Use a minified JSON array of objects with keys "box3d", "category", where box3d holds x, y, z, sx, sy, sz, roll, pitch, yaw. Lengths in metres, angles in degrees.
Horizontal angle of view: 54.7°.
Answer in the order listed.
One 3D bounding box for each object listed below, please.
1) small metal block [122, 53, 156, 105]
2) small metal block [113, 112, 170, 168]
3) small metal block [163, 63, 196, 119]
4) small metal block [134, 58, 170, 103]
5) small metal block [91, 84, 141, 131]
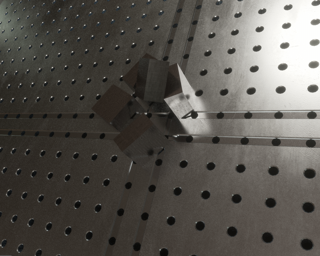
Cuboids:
[{"box3d":[-0.018,-0.069,0.442,0.050,0.050,0.025,-47,51,-5],"category":"small metal block"},{"box3d":[-0.022,0.016,0.393,0.050,0.050,0.025,-42,51,-1],"category":"small metal block"},{"box3d":[0.024,-0.048,0.408,0.025,0.050,0.050,-19,55,17],"category":"small metal block"},{"box3d":[-0.011,-0.062,0.394,0.050,0.025,0.050,-142,60,-68],"category":"small metal block"},{"box3d":[-0.065,-0.031,0.460,0.050,0.025,0.050,34,80,38],"category":"small metal block"}]
